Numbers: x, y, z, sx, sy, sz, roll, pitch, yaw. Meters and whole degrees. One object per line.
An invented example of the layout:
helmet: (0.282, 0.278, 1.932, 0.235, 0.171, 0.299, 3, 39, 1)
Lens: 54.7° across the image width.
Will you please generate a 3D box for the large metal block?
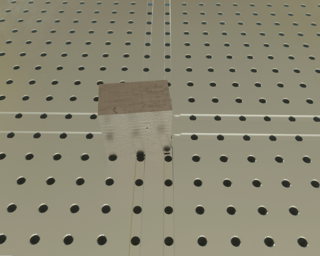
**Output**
large metal block: (-0.029, -0.010, 0.380, 0.081, 0.080, 0.050, -4, 50, -4)
